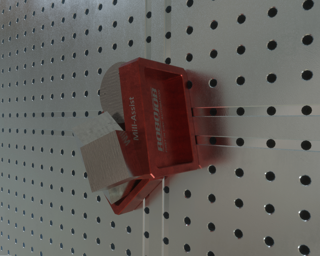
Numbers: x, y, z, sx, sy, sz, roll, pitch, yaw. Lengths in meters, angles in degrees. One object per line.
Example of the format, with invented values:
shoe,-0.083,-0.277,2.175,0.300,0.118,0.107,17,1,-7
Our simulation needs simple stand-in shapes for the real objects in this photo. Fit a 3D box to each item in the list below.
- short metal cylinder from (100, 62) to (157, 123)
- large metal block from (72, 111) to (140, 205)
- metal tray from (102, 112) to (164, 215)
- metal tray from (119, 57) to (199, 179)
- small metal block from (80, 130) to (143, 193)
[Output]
short metal cylinder,-0.036,-0.046,0.420,0.080,0.050,0.079,0,90,39
large metal block,-0.066,0.039,0.405,0.080,0.050,0.080,47,153,29
metal tray,-0.061,0.047,0.452,0.090,0.030,0.130,-50,61,28
metal tray,0.001,-0.010,0.364,0.030,0.091,0.129,-12,83,39
small metal block,-0.052,0.035,0.327,0.050,0.025,0.050,-25,74,25
